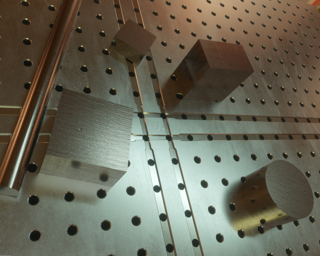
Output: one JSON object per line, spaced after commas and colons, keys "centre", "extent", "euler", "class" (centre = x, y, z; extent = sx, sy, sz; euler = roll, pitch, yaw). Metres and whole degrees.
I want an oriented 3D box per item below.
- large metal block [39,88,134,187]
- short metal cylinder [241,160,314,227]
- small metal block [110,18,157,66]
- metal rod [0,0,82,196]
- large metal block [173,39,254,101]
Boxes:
{"centre": [-0.079, 0.012, 0.343], "extent": [0.081, 0.050, 0.080], "euler": [16, 55, -20], "class": "large metal block"}
{"centre": [0.160, 0.090, 0.426], "extent": [0.081, 0.050, 0.080], "euler": [14, 56, -21], "class": "short metal cylinder"}
{"centre": [-0.040, -0.130, 0.468], "extent": [0.050, 0.025, 0.050], "euler": [32, 51, -8], "class": "small metal block"}
{"centre": [-0.137, -0.066, 0.374], "extent": [0.025, 0.025, 0.300], "euler": [17, 55, -19], "class": "metal rod"}
{"centre": [0.078, -0.084, 0.468], "extent": [0.081, 0.080, 0.050], "euler": [-2, 63, -29], "class": "large metal block"}
